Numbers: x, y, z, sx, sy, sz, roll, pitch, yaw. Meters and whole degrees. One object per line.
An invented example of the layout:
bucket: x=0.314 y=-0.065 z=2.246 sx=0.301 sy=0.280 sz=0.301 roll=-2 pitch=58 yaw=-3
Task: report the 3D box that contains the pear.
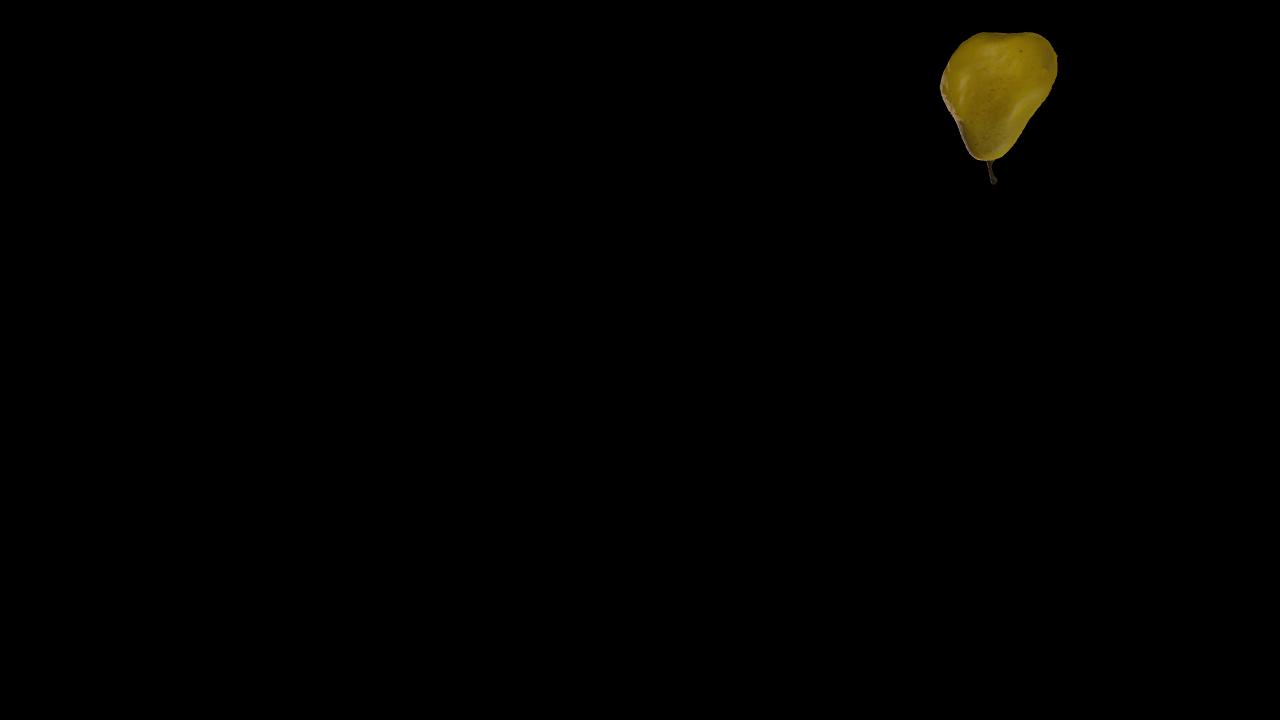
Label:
pear: x=0.282 y=-0.202 z=0.496 sx=0.080 sy=0.111 sz=0.080 roll=-1 pitch=30 yaw=0
